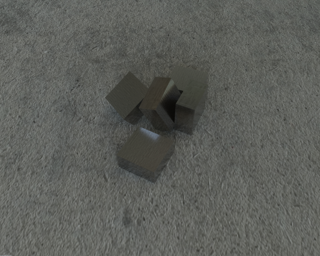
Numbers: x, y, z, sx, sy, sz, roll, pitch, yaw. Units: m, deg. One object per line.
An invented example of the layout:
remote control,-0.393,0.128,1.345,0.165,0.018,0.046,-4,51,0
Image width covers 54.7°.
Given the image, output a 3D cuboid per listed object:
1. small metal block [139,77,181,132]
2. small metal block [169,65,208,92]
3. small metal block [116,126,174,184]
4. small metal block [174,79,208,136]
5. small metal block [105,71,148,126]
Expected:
small metal block,0.004,-0.030,0.402,0.025,0.050,0.050,9,62,33
small metal block,0.039,-0.062,0.456,0.050,0.025,0.050,16,52,13
small metal block,-0.017,0.032,0.376,0.050,0.025,0.050,22,53,17
small metal block,0.041,-0.027,0.410,0.025,0.050,0.050,20,53,15
small metal block,-0.039,-0.041,0.421,0.050,0.025,0.050,-46,57,5
